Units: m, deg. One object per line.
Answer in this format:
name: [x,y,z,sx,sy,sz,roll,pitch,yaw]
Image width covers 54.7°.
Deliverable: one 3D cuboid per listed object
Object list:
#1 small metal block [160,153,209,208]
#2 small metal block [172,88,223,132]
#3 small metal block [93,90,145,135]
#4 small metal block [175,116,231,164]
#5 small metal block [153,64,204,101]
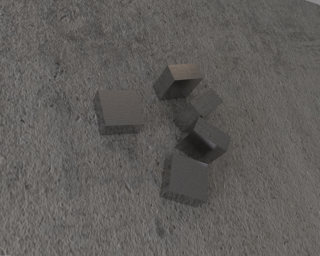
small metal block: [0.030,0.064,0.381,0.050,0.025,0.050,20,54,-17]
small metal block: [0.052,-0.023,0.430,0.050,0.050,0.025,-35,82,-38]
small metal block: [-0.052,-0.020,0.387,0.050,0.025,0.050,-3,63,-29]
small metal block: [0.056,0.019,0.406,0.050,0.050,0.025,32,52,-7]
small metal block: [0.025,-0.065,0.441,0.050,0.050,0.025,-10,67,-33]
